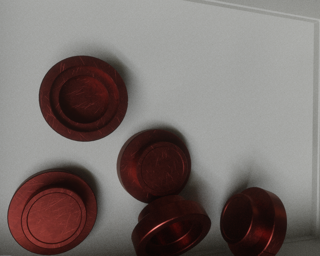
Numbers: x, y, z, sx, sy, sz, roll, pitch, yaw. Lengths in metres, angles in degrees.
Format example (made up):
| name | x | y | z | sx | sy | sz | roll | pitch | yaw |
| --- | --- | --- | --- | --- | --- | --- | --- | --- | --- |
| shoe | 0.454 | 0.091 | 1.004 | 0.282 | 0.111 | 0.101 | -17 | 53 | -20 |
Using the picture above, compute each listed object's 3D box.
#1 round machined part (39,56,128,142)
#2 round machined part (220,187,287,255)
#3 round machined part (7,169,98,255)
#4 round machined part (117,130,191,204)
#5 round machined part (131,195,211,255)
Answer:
| name | x | y | z | sx | sy | sz | roll | pitch | yaw |
| --- | --- | --- | --- | --- | --- | --- | --- | --- | --- |
| round machined part | -0.091 | -0.033 | 0.368 | 0.099 | 0.042 | 0.097 | 0 | 90 | -21 |
| round machined part | 0.118 | 0.127 | 0.417 | 0.042 | 0.098 | 0.098 | 22 | 83 | -19 |
| round machined part | -0.122 | 0.098 | 0.357 | 0.099 | 0.042 | 0.097 | 0 | 90 | -21 |
| round machined part | -0.003 | 0.051 | 0.401 | 0.099 | 0.042 | 0.097 | 0 | 90 | -21 |
| round machined part | 0.011 | 0.122 | 0.390 | 0.099 | 0.042 | 0.097 | -14 | 134 | -15 |
